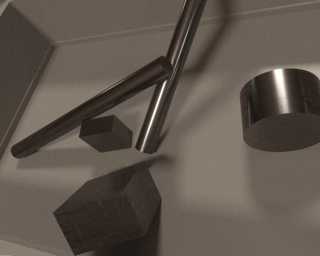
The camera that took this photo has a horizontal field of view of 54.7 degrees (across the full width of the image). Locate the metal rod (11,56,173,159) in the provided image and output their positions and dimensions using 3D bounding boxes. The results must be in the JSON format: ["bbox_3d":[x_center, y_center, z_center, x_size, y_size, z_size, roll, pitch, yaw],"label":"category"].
[{"bbox_3d":[-0.111,-0.017,0.428,0.300,0.025,0.025,-25,52,29],"label":"metal rod"}]

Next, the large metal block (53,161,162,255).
[{"bbox_3d":[-0.052,0.084,0.337,0.080,0.080,0.050,-21,98,15],"label":"large metal block"}]

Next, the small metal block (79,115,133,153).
[{"bbox_3d":[-0.072,0.009,0.420,0.050,0.050,0.025,-10,58,22],"label":"small metal block"}]

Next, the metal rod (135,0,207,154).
[{"bbox_3d":[0.028,-0.110,0.374,0.025,0.025,0.298,27,103,37],"label":"metal rod"}]

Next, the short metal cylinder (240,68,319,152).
[{"bbox_3d":[0.124,-0.015,0.314,0.080,0.080,0.050,-10,58,22],"label":"short metal cylinder"}]
